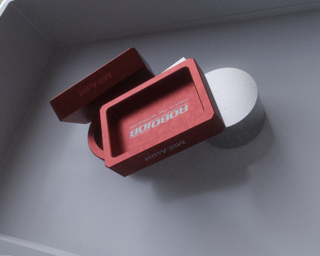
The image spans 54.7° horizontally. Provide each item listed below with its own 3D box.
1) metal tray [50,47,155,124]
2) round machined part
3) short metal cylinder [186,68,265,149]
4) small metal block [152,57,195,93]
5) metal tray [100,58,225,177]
[{"bbox_3d":[-0.073,-0.053,0.429,0.130,0.090,0.030,-32,84,7],"label":"metal tray"},{"bbox_3d":[-0.043,0.006,0.412,0.098,0.042,0.098,-13,56,20],"label":"round machined part"},{"bbox_3d":[0.076,-0.023,0.360,0.080,0.050,0.080,-13,56,20],"label":"short metal cylinder"},{"bbox_3d":[0.025,-0.056,0.407,0.050,0.050,0.025,-36,51,2],"label":"small metal block"},{"bbox_3d":[-0.004,-0.011,0.347,0.130,0.030,0.090,-26,52,17],"label":"metal tray"}]
